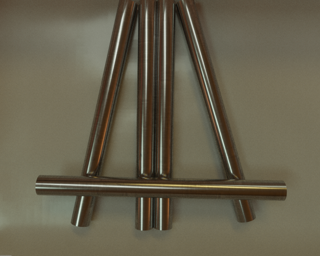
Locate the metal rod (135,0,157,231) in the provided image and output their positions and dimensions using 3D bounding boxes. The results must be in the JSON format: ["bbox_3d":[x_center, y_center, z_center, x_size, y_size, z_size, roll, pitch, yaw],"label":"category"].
[{"bbox_3d":[-0.018,-0.017,0.410,0.025,0.025,0.298,1,90,0],"label":"metal rod"}]

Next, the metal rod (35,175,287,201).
[{"bbox_3d":[0.002,0.074,0.384,0.302,0.025,0.025,1,90,0],"label":"metal rod"}]

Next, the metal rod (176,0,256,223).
[{"bbox_3d":[0.074,-0.023,0.411,0.025,0.025,0.298,-16,90,0],"label":"metal rod"}]

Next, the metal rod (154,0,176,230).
[{"bbox_3d":[0.006,-0.018,0.410,0.025,0.025,0.298,1,90,0],"label":"metal rod"}]

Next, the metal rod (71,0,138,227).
[{"bbox_3d":[-0.073,-0.020,0.410,0.025,0.025,0.298,12,90,0],"label":"metal rod"}]
